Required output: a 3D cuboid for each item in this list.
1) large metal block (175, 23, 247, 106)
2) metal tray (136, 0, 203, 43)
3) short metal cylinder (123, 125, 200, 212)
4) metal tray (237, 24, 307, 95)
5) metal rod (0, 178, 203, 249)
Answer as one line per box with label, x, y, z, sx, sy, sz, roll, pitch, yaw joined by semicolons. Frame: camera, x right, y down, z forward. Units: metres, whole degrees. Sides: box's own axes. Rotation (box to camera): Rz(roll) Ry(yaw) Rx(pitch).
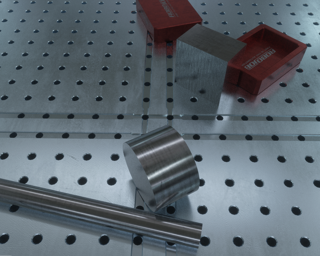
large metal block;0.070;-0.092;0.449;0.080;0.080;0.050;31;57;23
metal tray;0.014;-0.216;0.586;0.091;0.030;0.130;-14;51;-12
short metal cylinder;0.000;0.043;0.336;0.050;0.080;0.080;-23;54;-18
metal tray;0.161;-0.115;0.501;0.131;0.030;0.090;-35;58;-26
metal rod;-0.106;0.083;0.336;0.301;0.025;0.025;10;51;8
